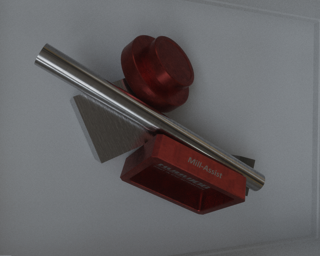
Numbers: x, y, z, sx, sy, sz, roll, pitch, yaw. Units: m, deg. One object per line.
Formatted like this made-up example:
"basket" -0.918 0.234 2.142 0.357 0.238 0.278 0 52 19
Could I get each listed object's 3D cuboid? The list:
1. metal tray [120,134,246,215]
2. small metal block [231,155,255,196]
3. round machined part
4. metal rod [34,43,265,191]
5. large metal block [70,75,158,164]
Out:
"metal tray" 0.028 0.063 0.382 0.131 0.090 0.030 28 53 -19
"small metal block" 0.103 0.064 0.435 0.025 0.050 0.050 16 85 -20
"round machined part" 0.004 -0.071 0.375 0.098 0.042 0.098 31 45 -35
"metal rod" 0.004 -0.002 0.357 0.301 0.025 0.025 30 80 -18
"large metal block" -0.053 -0.012 0.376 0.081 0.050 0.080 -24 98 -19
